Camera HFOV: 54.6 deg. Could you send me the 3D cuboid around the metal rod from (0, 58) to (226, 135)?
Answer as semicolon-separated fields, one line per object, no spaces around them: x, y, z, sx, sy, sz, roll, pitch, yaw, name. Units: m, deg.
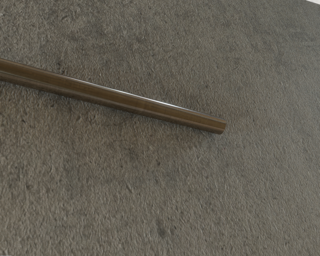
-0.048;-0.035;0.398;0.302;0.025;0.025;13;56;-21;metal rod
